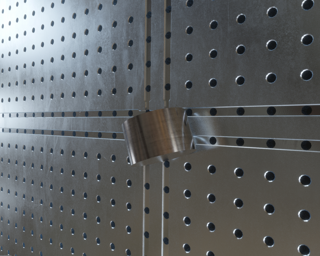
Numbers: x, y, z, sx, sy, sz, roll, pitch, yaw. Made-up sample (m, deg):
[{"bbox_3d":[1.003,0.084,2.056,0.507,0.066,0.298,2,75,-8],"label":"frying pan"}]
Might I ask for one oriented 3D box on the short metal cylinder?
[{"bbox_3d":[-0.001,0.012,0.373,0.080,0.081,0.050,-23,76,37],"label":"short metal cylinder"}]
